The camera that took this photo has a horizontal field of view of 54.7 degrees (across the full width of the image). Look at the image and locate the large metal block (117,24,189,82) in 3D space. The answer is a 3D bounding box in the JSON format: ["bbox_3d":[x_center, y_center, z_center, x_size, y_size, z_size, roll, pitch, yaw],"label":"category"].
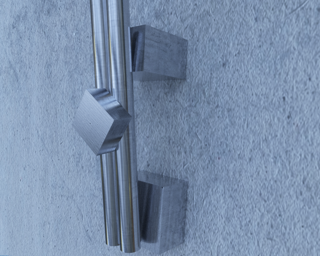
[{"bbox_3d":[-0.021,-0.089,0.389,0.080,0.081,0.050,5,93,40],"label":"large metal block"}]

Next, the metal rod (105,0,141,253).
[{"bbox_3d":[-0.040,-0.007,0.345,0.025,0.025,0.298,4,100,40],"label":"metal rod"}]

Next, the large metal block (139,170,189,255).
[{"bbox_3d":[-0.013,0.103,0.400,0.080,0.050,0.079,6,94,39],"label":"large metal block"}]

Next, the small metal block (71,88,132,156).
[{"bbox_3d":[-0.063,-0.007,0.331,0.050,0.025,0.050,46,123,24],"label":"small metal block"}]

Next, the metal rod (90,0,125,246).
[{"bbox_3d":[-0.060,-0.009,0.361,0.025,0.025,0.298,4,100,40],"label":"metal rod"}]
